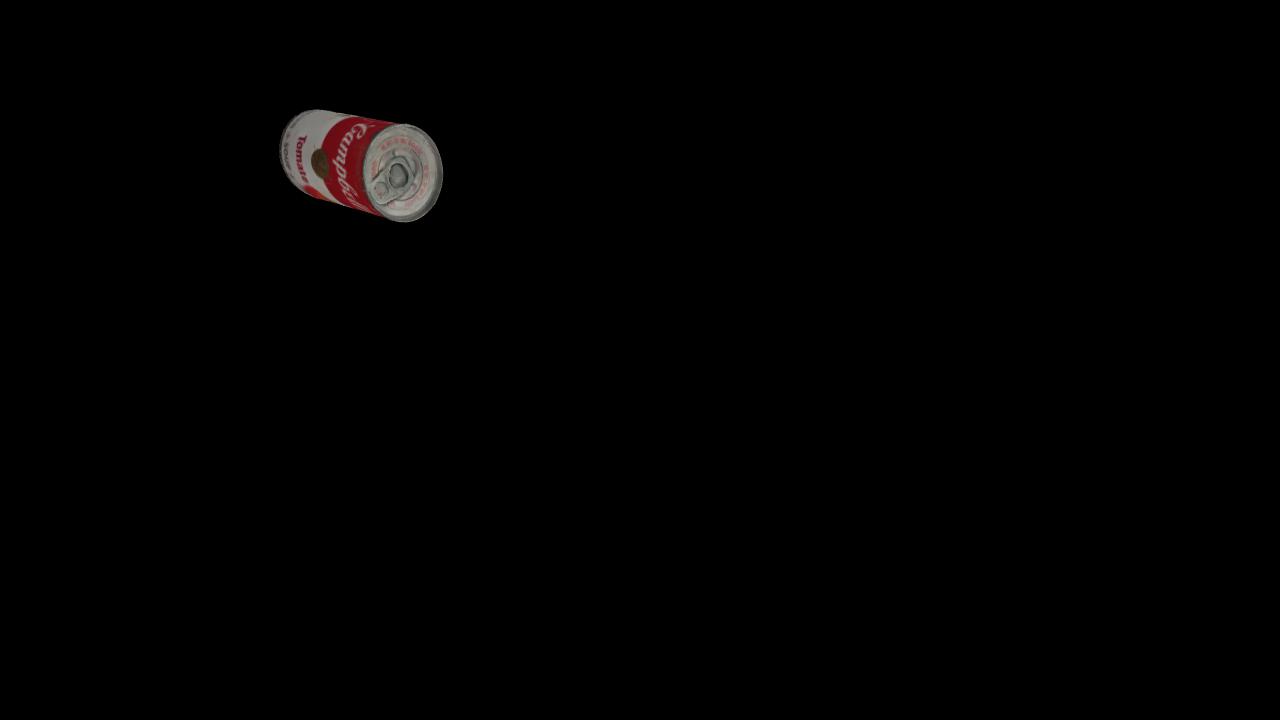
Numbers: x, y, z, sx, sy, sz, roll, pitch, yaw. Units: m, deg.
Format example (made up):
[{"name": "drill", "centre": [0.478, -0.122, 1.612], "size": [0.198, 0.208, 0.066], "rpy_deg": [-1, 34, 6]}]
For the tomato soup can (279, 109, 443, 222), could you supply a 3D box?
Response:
[{"name": "tomato soup can", "centre": [-0.205, -0.145, 0.453], "size": [0.101, 0.068, 0.068], "rpy_deg": [20, 9, 27]}]
